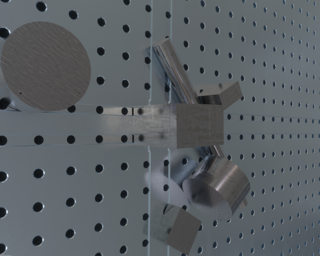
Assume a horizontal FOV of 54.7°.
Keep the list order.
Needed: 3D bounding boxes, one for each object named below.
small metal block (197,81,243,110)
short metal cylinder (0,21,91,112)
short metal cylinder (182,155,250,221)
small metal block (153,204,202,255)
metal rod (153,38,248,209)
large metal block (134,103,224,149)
[{"bbox_3d":[0.087,-0.047,0.465,0.050,0.050,0.025,-34,111,-35],"label":"small metal block"},{"bbox_3d":[-0.115,-0.055,0.297,0.081,0.050,0.080,0,90,-40],"label":"short metal cylinder"},{"bbox_3d":[0.079,0.085,0.440,0.050,0.080,0.080,-44,117,-31],"label":"short metal cylinder"},{"bbox_3d":[0.025,0.141,0.431,0.050,0.025,0.050,41,65,-33],"label":"small metal block"},{"bbox_3d":[0.069,0.007,0.466,0.025,0.025,0.299,-44,116,-31],"label":"metal rod"},{"bbox_3d":[0.023,-0.003,0.393,0.081,0.080,0.050,-1,91,-40],"label":"large metal block"}]
